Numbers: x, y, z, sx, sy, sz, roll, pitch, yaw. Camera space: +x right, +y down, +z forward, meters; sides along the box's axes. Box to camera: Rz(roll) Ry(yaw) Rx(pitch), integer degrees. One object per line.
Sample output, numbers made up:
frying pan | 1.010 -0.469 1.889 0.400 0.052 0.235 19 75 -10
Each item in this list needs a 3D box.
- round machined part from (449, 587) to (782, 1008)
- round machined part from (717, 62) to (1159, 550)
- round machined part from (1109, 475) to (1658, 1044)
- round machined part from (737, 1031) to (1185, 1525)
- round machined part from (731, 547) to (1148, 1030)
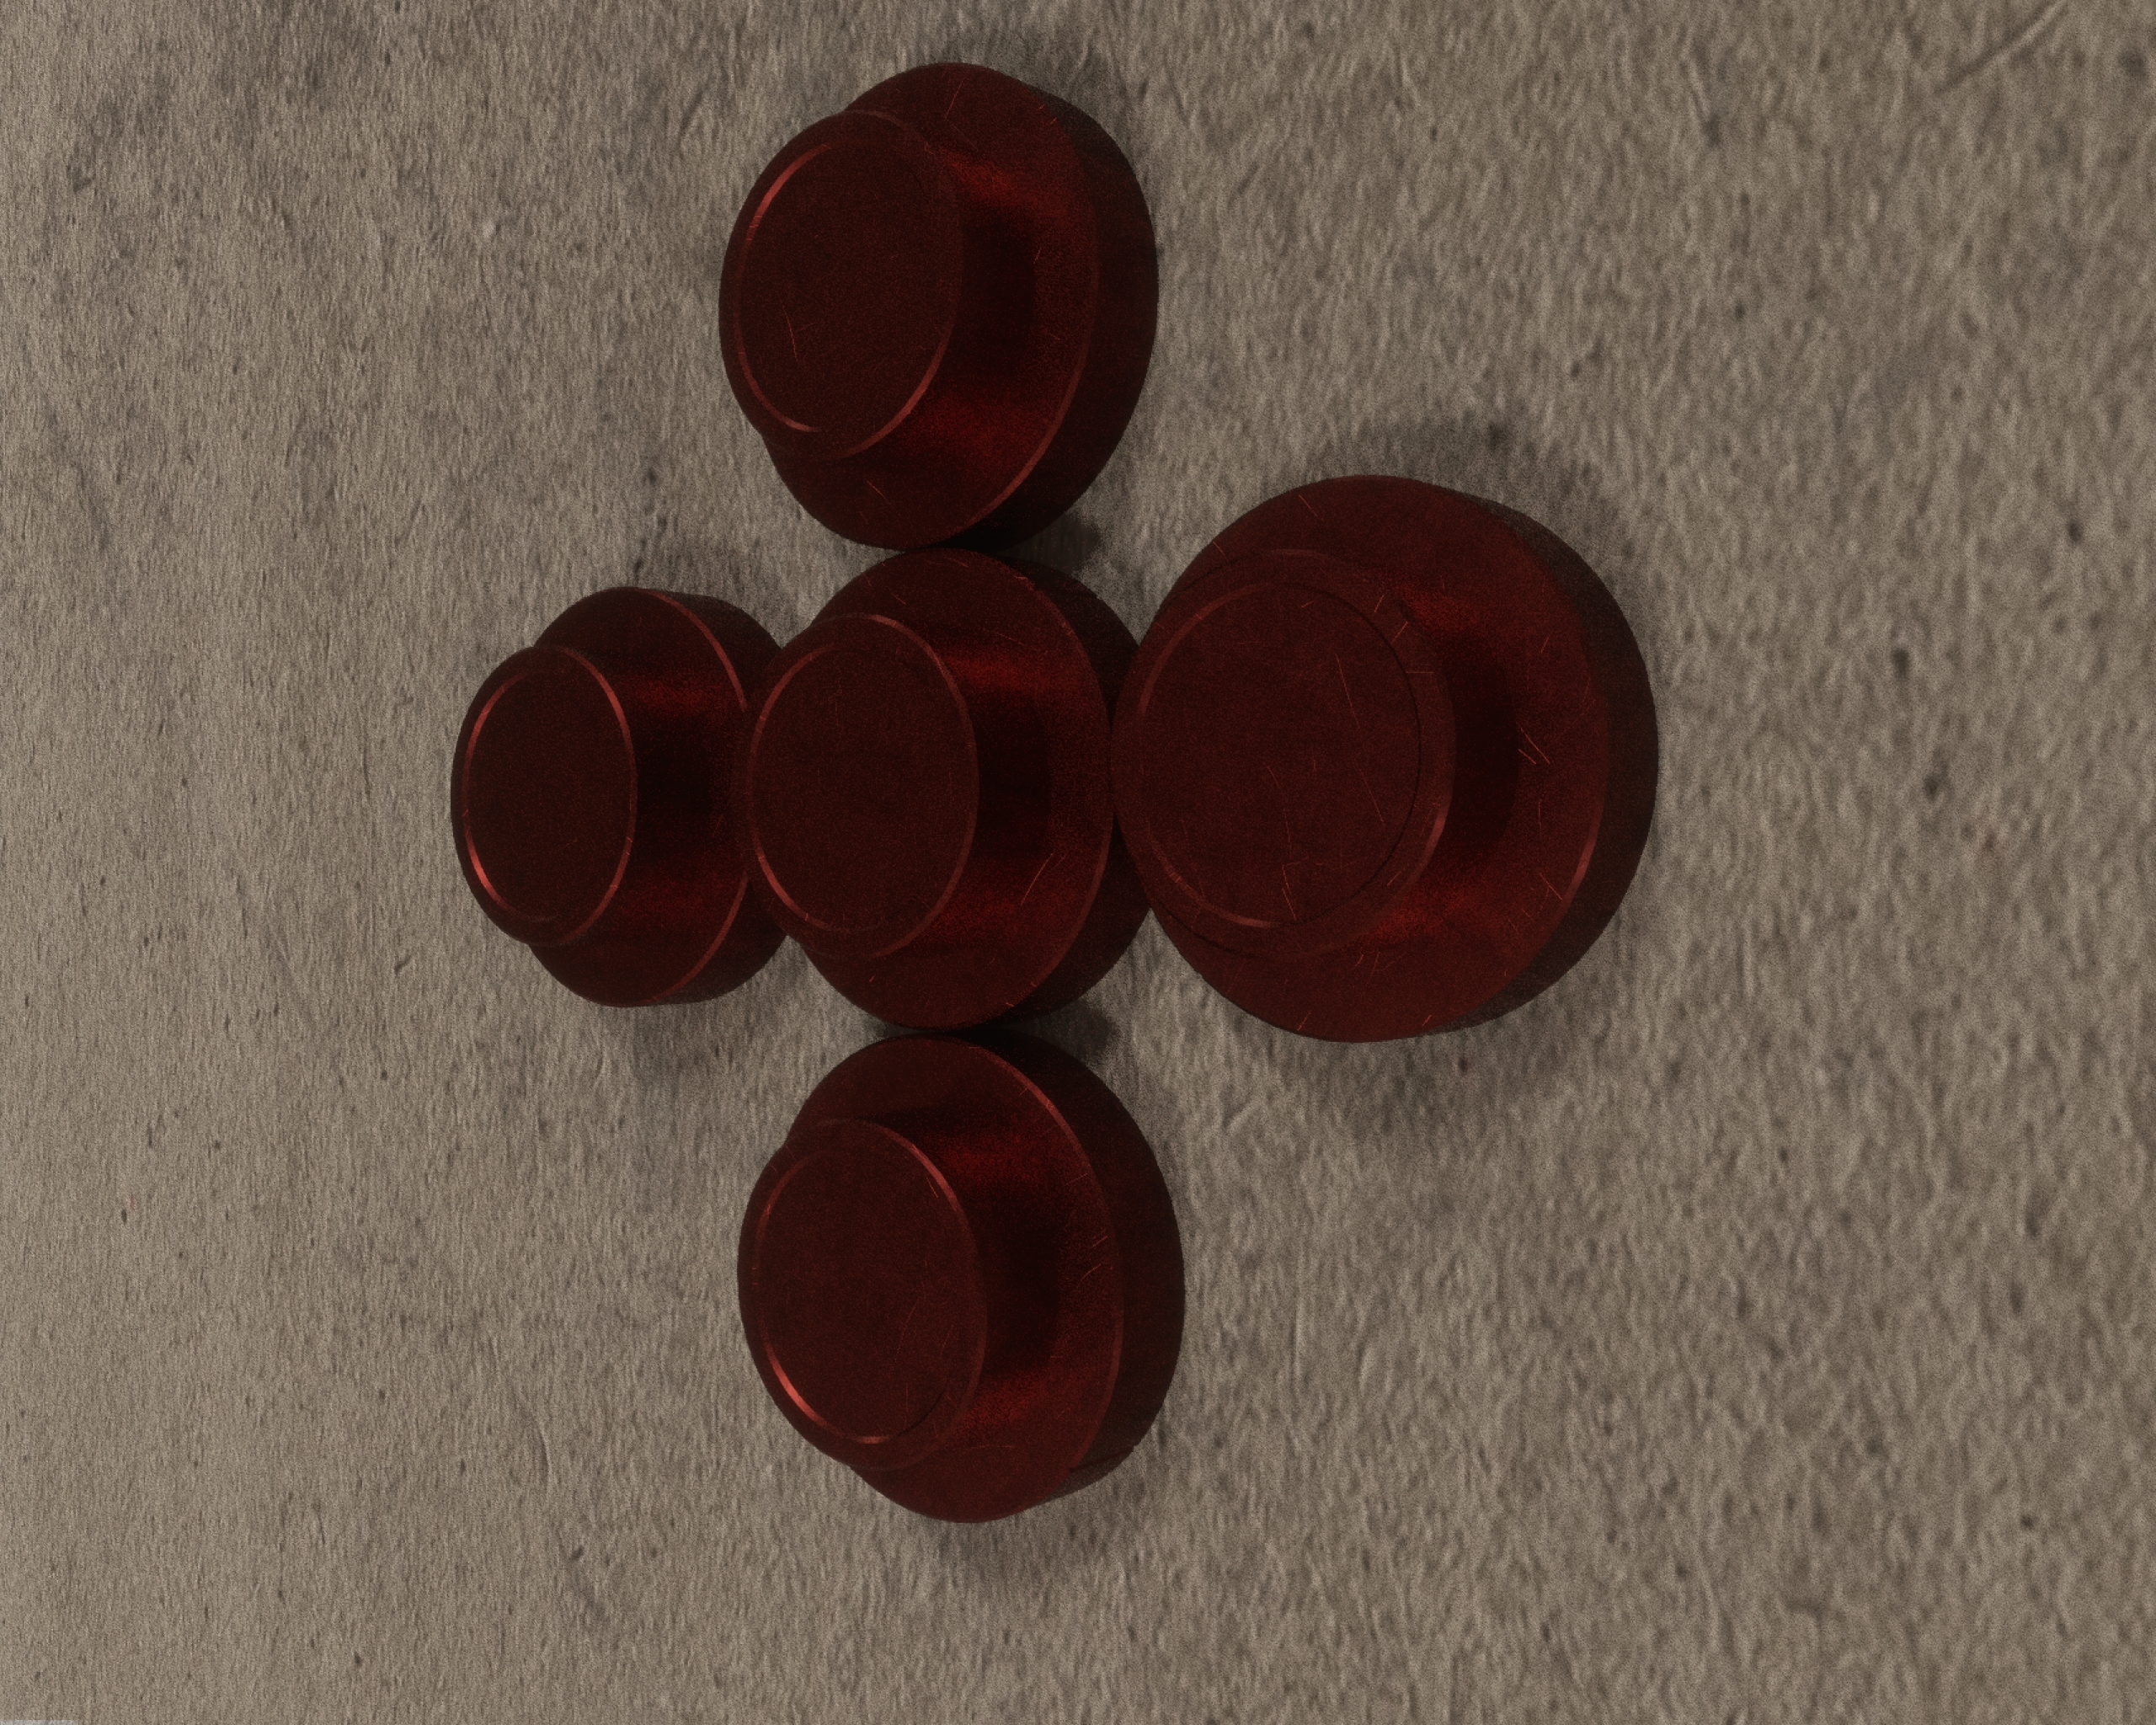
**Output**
round machined part | -0.108 -0.015 0.481 0.098 0.042 0.097 0 90 39
round machined part | -0.035 -0.112 0.422 0.098 0.042 0.097 0 90 39
round machined part | 0.044 -0.018 0.357 0.098 0.042 0.097 0 90 39
round machined part | -0.030 0.083 0.418 0.098 0.042 0.097 0 90 39
round machined part | -0.032 -0.015 0.420 0.098 0.042 0.097 0 90 39
